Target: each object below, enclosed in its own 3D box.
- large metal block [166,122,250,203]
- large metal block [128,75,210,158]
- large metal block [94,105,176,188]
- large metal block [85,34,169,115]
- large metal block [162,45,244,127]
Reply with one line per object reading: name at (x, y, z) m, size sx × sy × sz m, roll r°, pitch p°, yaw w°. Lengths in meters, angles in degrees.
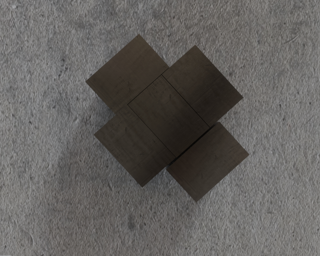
large metal block at (0.053, 0.038, 0.385) m, size 0.080 × 0.080 × 0.050 m, roll -42°, pitch 91°, yaw 0°
large metal block at (0.010, -0.013, 0.384) m, size 0.050 × 0.080 × 0.080 m, roll -42°, pitch 91°, yaw 0°
large metal block at (-0.028, 0.020, 0.384) m, size 0.050 × 0.080 × 0.080 m, roll -42°, pitch 91°, yaw 0°
large metal block at (-0.036, -0.060, 0.384) m, size 0.080 × 0.080 × 0.050 m, roll -42°, pitch 91°, yaw 0°
large metal block at (0.047, -0.047, 0.385) m, size 0.050 × 0.080 × 0.080 m, roll -42°, pitch 91°, yaw 0°
